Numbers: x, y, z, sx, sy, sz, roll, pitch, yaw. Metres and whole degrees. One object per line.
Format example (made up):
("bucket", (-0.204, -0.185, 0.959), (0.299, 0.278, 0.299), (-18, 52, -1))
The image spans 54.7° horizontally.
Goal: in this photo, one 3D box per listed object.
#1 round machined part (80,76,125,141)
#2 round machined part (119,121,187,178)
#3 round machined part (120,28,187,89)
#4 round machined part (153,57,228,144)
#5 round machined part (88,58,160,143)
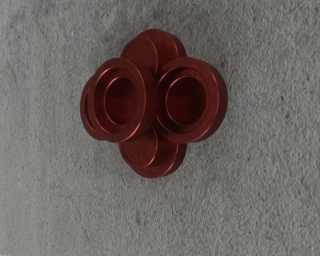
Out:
("round machined part", (-0.069, -0.031, 0.450), (0.098, 0.042, 0.097), (0, 90, 39))
("round machined part", (-0.016, 0.018, 0.407), (0.098, 0.042, 0.097), (0, 90, 39))
("round machined part", (-0.016, -0.081, 0.406), (0.098, 0.042, 0.097), (0, 90, 39))
("round machined part", (0.036, -0.031, 0.364), (0.098, 0.042, 0.097), (0, 90, 39))
("round machined part", (-0.039, -0.032, 0.371), (0.098, 0.042, 0.097), (0, 91, 39))
